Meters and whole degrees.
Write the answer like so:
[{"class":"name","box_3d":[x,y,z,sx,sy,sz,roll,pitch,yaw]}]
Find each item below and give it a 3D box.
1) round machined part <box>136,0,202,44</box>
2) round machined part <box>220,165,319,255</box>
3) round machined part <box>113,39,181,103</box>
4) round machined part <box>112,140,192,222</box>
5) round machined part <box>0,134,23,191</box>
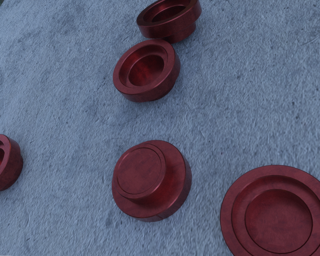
[{"class":"round machined part","box_3d":[0.017,-0.164,0.475,0.098,0.042,0.098,-16,40,14]},{"class":"round machined part","box_3d":[0.108,0.087,0.283,0.098,0.042,0.098,-13,56,21]},{"class":"round machined part","box_3d":[-0.015,-0.078,0.449,0.098,0.042,0.098,-13,56,21]},{"class":"round machined part","box_3d":[-0.016,0.057,0.366,0.098,0.042,0.098,-13,56,21]},{"class":"round machined part","box_3d":[-0.259,0.062,0.492,0.098,0.042,0.098,-13,56,21]}]
